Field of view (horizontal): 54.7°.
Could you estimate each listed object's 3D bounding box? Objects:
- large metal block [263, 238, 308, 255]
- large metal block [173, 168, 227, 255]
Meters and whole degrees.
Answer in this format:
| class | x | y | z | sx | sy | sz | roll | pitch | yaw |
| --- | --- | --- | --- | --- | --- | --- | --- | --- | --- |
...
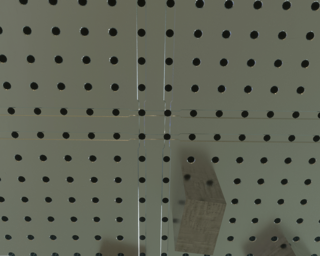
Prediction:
| class | x | y | z | sx | sy | sz | roll | pitch | yaw |
| --- | --- | --- | --- | --- | --- | --- | --- | --- | --- |
| large metal block | 0.205 | 0.237 | 0.490 | 0.080 | 0.050 | 0.080 | 40 | 105 | -14 |
| large metal block | 0.050 | 0.112 | 0.426 | 0.050 | 0.080 | 0.079 | 8 | 110 | -3 |
